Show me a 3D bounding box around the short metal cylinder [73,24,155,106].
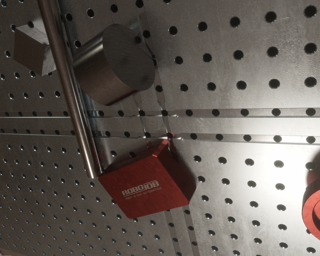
[{"bbox_3d":[-0.051,-0.071,0.357,0.050,0.080,0.080,-22,107,36],"label":"short metal cylinder"}]

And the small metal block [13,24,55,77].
[{"bbox_3d":[-0.175,-0.109,0.434,0.050,0.025,0.050,31,128,7],"label":"small metal block"}]

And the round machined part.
[{"bbox_3d":[0.212,0.087,0.343,0.098,0.042,0.097,13,124,20],"label":"round machined part"}]

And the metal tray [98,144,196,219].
[{"bbox_3d":[-0.023,0.085,0.471,0.130,0.030,0.090,-26,105,36],"label":"metal tray"}]

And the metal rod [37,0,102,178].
[{"bbox_3d":[-0.125,-0.054,0.441,0.025,0.025,0.298,7,122,24],"label":"metal rod"}]
